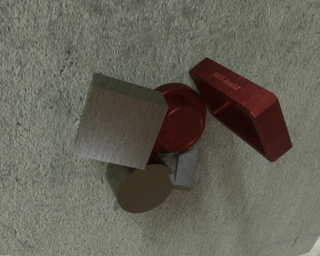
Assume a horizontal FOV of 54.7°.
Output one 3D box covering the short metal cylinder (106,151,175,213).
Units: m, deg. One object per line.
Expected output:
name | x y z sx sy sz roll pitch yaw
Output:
short metal cylinder | -0.027 0.068 0.421 0.081 0.050 0.079 -14 125 -21

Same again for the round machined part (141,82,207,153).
round machined part | 0.020 -0.007 0.406 0.099 0.042 0.097 -14 125 -21

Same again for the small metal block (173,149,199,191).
small metal block | 0.035 0.060 0.436 0.025 0.050 0.050 9 162 1

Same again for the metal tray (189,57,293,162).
metal tray | 0.094 -0.025 0.377 0.030 0.130 0.090 -38 130 -3

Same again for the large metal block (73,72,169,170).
large metal block | -0.046 -0.007 0.348 0.081 0.050 0.079 15 112 -16
